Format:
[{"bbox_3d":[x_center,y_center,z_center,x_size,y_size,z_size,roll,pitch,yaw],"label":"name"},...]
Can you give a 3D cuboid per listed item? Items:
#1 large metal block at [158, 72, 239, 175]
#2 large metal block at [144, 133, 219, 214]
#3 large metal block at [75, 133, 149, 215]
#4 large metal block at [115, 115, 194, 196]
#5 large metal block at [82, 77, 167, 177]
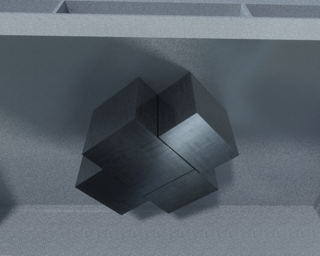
[{"bbox_3d":[0.043,-0.006,0.368,0.050,0.080,0.080,-33,123,25],"label":"large metal block"},{"bbox_3d":[0.026,0.056,0.421,0.080,0.080,0.050,-32,123,24],"label":"large metal block"},{"bbox_3d":[-0.060,0.057,0.420,0.050,0.080,0.080,-33,123,25],"label":"large metal block"},{"bbox_3d":[-0.007,0.027,0.395,0.080,0.080,0.050,-32,123,24],"label":"large metal block"},{"bbox_3d":[-0.040,-0.001,0.369,0.080,0.080,0.050,-32,123,24],"label":"large metal block"}]
